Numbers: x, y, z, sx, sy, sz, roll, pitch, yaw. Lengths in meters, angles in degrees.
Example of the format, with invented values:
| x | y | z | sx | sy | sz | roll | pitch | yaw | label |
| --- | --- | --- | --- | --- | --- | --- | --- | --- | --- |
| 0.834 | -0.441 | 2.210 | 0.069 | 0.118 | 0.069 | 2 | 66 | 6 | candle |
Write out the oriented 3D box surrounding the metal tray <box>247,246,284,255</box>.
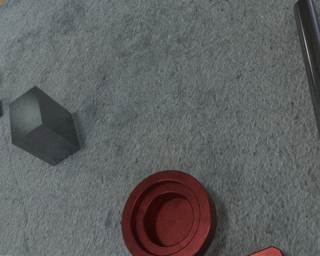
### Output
| x | y | z | sx | sy | sz | roll | pitch | yaw | label |
| --- | --- | --- | --- | --- | --- | --- | --- | --- | --- |
| 0.084 | 0.176 | 0.248 | 0.090 | 0.030 | 0.130 | -27 | 52 | 11 | metal tray |

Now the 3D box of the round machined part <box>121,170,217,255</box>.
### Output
| x | y | z | sx | sy | sz | roll | pitch | yaw | label |
| --- | --- | --- | --- | --- | --- | --- | --- | --- | --- |
| 0.012 | 0.097 | 0.327 | 0.098 | 0.042 | 0.098 | -13 | 56 | 21 | round machined part |

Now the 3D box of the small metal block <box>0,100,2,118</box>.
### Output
| x | y | z | sx | sy | sz | roll | pitch | yaw | label |
| --- | --- | --- | --- | --- | --- | --- | --- | --- | --- |
| -0.337 | -0.031 | 0.600 | 0.050 | 0.025 | 0.050 | -35 | 51 | 5 | small metal block |

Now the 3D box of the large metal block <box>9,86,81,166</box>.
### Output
| x | y | z | sx | sy | sz | roll | pitch | yaw | label |
| --- | --- | --- | --- | --- | --- | --- | --- | --- | --- |
| -0.171 | -0.002 | 0.459 | 0.050 | 0.080 | 0.080 | -33 | 52 | 7 | large metal block |

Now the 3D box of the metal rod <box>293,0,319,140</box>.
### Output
| x | y | z | sx | sy | sz | roll | pitch | yaw | label |
| --- | --- | --- | --- | --- | --- | --- | --- | --- | --- |
| 0.176 | -0.029 | 0.329 | 0.025 | 0.025 | 0.299 | -9 | 58 | 23 | metal rod |
